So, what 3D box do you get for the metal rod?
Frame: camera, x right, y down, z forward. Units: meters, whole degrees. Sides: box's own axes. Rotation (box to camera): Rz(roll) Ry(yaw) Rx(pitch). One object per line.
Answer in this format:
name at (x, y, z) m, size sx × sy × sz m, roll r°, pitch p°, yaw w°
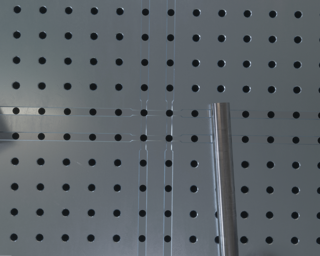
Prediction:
metal rod at (0.089, 0.116, 0.414) m, size 0.025 × 0.025 × 0.298 m, roll -4°, pitch 90°, yaw 0°
